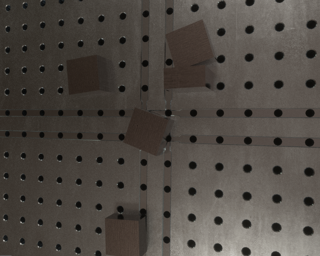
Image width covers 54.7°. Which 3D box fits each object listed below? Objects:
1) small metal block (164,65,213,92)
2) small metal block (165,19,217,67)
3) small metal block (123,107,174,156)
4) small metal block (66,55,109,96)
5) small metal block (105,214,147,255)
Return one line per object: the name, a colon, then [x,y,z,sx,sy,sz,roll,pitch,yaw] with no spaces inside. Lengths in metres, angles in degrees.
small metal block: [0.037,-0.060,0.386,0.050,0.050,0.025,-1,90,19]
small metal block: [0.040,-0.103,0.398,0.050,0.025,0.050,-17,84,18]
small metal block: [-0.015,0.004,0.417,0.050,0.025,0.050,21,97,18]
small metal block: [-0.105,-0.075,0.448,0.050,0.025,0.050,-6,88,19]
small metal block: [-0.047,0.148,0.428,0.050,0.025,0.050,-2,90,19]
